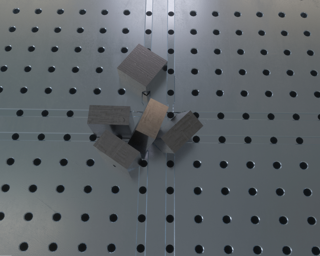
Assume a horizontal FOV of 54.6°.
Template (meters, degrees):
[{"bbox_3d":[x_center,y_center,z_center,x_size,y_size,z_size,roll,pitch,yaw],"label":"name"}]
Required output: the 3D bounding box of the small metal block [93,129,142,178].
[{"bbox_3d":[-0.051,0.033,0.386,0.050,0.050,0.025,33,74,11],"label":"small metal block"}]

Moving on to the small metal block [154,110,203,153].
[{"bbox_3d":[0.020,0.006,0.394,0.050,0.050,0.025,-42,98,-14],"label":"small metal block"}]

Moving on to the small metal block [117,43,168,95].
[{"bbox_3d":[-0.025,-0.084,0.442,0.050,0.025,0.050,34,73,11],"label":"small metal block"}]

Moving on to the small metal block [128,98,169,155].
[{"bbox_3d":[-0.016,-0.001,0.391,0.025,0.050,0.050,27,58,-6],"label":"small metal block"}]

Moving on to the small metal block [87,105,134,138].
[{"bbox_3d":[-0.062,-0.007,0.401,0.050,0.050,0.025,2,70,1],"label":"small metal block"}]
